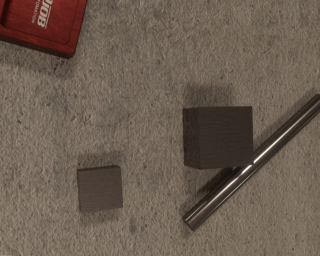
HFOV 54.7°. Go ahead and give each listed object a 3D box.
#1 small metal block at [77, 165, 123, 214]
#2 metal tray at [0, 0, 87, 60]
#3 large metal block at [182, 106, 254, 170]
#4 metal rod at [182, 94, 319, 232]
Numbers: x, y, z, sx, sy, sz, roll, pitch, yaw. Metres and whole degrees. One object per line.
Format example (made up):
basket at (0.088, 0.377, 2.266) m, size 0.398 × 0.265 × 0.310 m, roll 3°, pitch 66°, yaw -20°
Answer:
small metal block at (-0.074, 0.074, 0.382) m, size 0.050 × 0.025 × 0.050 m, roll -4°, pitch 92°, yaw -20°
metal tray at (-0.131, -0.155, 0.357) m, size 0.091 × 0.030 × 0.129 m, roll 13°, pitch 86°, yaw -20°
large metal block at (0.079, 0.012, 0.426) m, size 0.081 × 0.050 × 0.079 m, roll -2°, pitch 91°, yaw -20°
metal rod at (0.152, 0.043, 0.467) m, size 0.301 × 0.025 × 0.025 m, roll -38°, pitch 103°, yaw -16°
